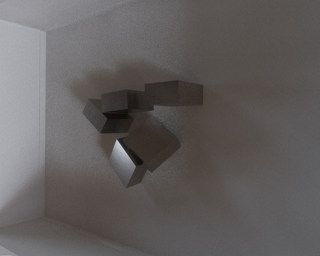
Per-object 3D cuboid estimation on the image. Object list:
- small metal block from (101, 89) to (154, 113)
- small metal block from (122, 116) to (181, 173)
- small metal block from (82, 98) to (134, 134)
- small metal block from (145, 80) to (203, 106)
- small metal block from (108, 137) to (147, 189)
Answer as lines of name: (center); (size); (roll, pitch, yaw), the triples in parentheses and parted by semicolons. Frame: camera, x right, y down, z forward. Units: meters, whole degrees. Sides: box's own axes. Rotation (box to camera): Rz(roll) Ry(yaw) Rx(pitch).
small metal block: (-0.044, -0.035, 0.425); (0.050, 0.050, 0.025); (-4, 88, 39)
small metal block: (-0.011, 0.020, 0.397); (0.050, 0.025, 0.050); (-40, 57, -14)
small metal block: (-0.075, -0.017, 0.450); (0.050, 0.050, 0.025); (43, 116, 31)
small metal block: (0.017, -0.040, 0.375); (0.050, 0.050, 0.025); (1, 91, 39)
small metal block: (-0.043, 0.047, 0.432); (0.050, 0.025, 0.050); (51, 136, 27)
